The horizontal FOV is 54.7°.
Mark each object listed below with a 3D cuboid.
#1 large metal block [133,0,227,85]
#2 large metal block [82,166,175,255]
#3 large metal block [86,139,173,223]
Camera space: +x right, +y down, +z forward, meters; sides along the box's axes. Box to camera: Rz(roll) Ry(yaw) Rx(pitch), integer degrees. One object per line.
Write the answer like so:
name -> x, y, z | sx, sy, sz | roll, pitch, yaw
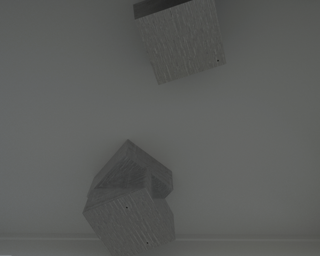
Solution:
large metal block -> 0.022, -0.105, 0.347 | 0.080, 0.050, 0.080 | -17, 128, 6
large metal block -> -0.035, 0.106, 0.384 | 0.080, 0.050, 0.080 | -24, 109, 8
large metal block -> -0.039, 0.076, 0.426 | 0.080, 0.050, 0.080 | 38, 105, -13
